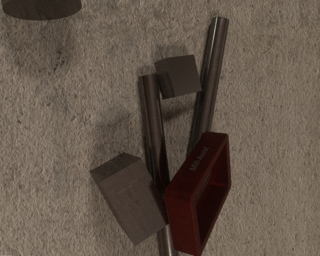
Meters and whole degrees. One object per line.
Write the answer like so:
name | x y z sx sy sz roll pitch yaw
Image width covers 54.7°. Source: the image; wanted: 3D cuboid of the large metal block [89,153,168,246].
large metal block | -0.037 0.079 0.367 0.050 0.080 0.080 -30 100 -18

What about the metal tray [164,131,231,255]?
metal tray | 0.052 0.073 0.374 0.131 0.030 0.089 -47 135 -49

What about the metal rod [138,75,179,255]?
metal rod | 0.002 0.080 0.410 0.025 0.025 0.298 -8 93 -20

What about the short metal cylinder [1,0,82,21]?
short metal cylinder | -0.129 -0.153 0.332 0.081 0.080 0.050 -10 94 -20

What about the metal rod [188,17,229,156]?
metal rod | 0.060 -0.007 0.432 0.025 0.025 0.298 12 86 -20

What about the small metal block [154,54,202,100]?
small metal block | 0.025 -0.068 0.411 0.050 0.025 0.050 -17 96 -38
